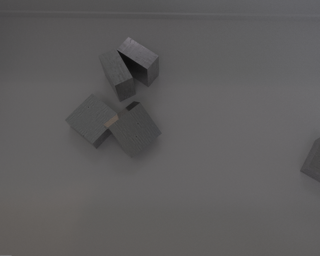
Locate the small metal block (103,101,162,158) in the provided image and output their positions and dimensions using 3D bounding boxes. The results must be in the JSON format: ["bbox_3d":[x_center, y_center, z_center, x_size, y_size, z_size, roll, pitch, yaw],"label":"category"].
[{"bbox_3d":[-0.035,0.001,0.396,0.050,0.025,0.050,-39,111,-13],"label":"small metal block"}]

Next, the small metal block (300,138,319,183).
[{"bbox_3d":[0.217,0.045,0.394,0.050,0.025,0.050,31,73,10],"label":"small metal block"}]

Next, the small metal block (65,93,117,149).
[{"bbox_3d":[-0.087,-0.009,0.412,0.050,0.025,0.050,39,74,13],"label":"small metal block"}]

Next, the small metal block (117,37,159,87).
[{"bbox_3d":[-0.029,-0.090,0.429,0.050,0.050,0.025,34,73,11],"label":"small metal block"}]

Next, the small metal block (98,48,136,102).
[{"bbox_3d":[-0.057,-0.071,0.422,0.025,0.050,0.050,-27,73,-9],"label":"small metal block"}]
